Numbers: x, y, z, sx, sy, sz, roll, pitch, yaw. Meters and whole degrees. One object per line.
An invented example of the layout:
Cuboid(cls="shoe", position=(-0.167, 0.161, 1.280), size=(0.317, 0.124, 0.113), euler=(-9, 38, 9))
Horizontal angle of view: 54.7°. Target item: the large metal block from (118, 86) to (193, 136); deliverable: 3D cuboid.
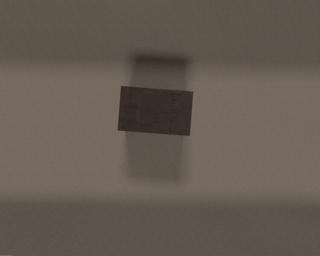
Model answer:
Cuboid(cls="large metal block", position=(-0.005, -0.019, 0.384), size=(0.081, 0.080, 0.050), euler=(4, 90, -1))
